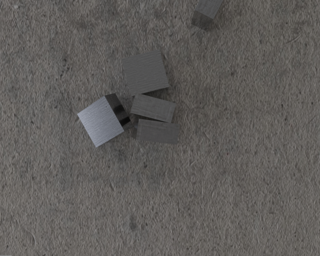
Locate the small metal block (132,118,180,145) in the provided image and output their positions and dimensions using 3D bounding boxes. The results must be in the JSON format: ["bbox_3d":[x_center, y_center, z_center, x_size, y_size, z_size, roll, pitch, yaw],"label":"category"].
[{"bbox_3d":[-0.007,0.004,0.393,0.050,0.050,0.025,8,91,-12],"label":"small metal block"}]

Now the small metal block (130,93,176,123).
[{"bbox_3d":[-0.008,-0.024,0.397,0.050,0.050,0.025,15,91,0],"label":"small metal block"}]

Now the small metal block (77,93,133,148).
[{"bbox_3d":[-0.070,-0.010,0.399,0.050,0.025,0.050,-29,90,27],"label":"small metal block"}]

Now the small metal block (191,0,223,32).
[{"bbox_3d":[0.065,-0.159,0.398,0.025,0.050,0.050,27,90,0],"label":"small metal block"}]

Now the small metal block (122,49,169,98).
[{"bbox_3d":[-0.019,-0.071,0.410,0.050,0.025,0.050,-15,90,0],"label":"small metal block"}]
